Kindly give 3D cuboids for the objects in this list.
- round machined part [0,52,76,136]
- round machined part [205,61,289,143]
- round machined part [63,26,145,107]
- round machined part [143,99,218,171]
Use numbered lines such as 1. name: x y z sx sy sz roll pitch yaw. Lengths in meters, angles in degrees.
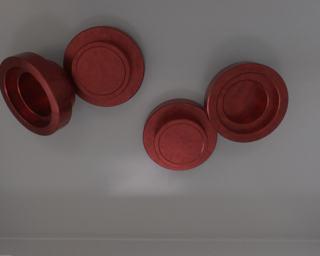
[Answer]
1. round machined part: -0.141 -0.043 0.370 0.098 0.042 0.097 17 125 26
2. round machined part: 0.104 -0.034 0.388 0.099 0.042 0.097 -1 108 -4
3. round machined part: -0.068 -0.072 0.375 0.099 0.042 0.097 0 110 0
4. round machined part: 0.027 0.014 0.407 0.099 0.042 0.097 0 110 0
